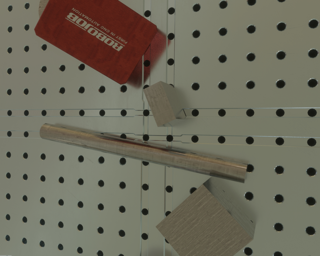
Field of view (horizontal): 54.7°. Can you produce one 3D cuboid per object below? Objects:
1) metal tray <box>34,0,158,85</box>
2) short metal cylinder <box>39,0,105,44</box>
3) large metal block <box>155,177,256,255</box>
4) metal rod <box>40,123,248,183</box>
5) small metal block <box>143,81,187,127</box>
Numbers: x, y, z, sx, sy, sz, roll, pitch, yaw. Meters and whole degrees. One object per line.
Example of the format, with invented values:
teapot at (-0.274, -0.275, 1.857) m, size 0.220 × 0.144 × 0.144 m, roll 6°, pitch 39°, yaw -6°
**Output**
metal tray at (-0.081, -0.128, 0.404) m, size 0.131 × 0.030 × 0.090 m, roll 30°, pitch 103°, yaw -15°
short metal cylinder at (-0.121, -0.163, 0.437) m, size 0.080 × 0.050 × 0.080 m, roll -3°, pitch 82°, yaw 20°
large metal block at (0.057, 0.120, 0.379) m, size 0.080 × 0.050 × 0.080 m, roll -46°, pitch 76°, yaw 14°
metal rod at (-0.035, 0.030, 0.424) m, size 0.301 × 0.025 × 0.025 m, roll 10°, pitch 94°, yaw 19°
small metal block at (0.008, -0.029, 0.397) m, size 0.025 × 0.050 × 0.050 m, roll -24°, pitch 82°, yaw 18°
